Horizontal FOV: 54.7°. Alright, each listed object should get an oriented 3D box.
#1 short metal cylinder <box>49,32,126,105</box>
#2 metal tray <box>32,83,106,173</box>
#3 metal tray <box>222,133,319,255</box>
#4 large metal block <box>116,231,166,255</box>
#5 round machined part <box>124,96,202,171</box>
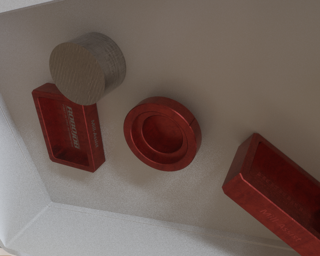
[{"bbox_3d":[-0.090,-0.075,0.392,0.080,0.050,0.079,13,124,20],"label":"short metal cylinder"},{"bbox_3d":[-0.138,0.001,0.475,0.090,0.030,0.129,11,123,22],"label":"metal tray"},{"bbox_3d":[0.137,0.074,0.339,0.130,0.090,0.030,39,129,1],"label":"metal tray"},{"bbox_3d":[-0.043,0.251,0.571,0.080,0.050,0.079,35,129,4],"label":"large metal block"},{"bbox_3d":[0.007,0.004,0.395,0.098,0.042,0.097,13,124,20],"label":"round machined part"}]
